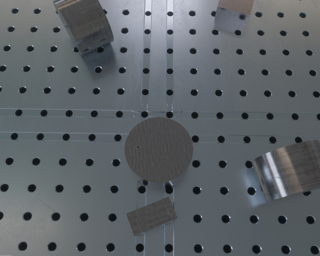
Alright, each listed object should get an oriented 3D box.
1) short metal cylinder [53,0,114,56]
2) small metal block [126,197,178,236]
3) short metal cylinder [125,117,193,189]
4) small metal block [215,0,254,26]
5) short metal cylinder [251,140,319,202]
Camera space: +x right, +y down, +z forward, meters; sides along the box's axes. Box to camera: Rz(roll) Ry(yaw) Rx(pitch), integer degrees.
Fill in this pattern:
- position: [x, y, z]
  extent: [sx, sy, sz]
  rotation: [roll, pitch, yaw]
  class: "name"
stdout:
- position: [-0.107, -0.149, 0.436]
  extent: [0.050, 0.080, 0.080]
  rotation: [-29, 73, -10]
  class: "short metal cylinder"
- position: [-0.009, 0.104, 0.360]
  extent: [0.050, 0.050, 0.025]
  rotation: [-20, 72, -7]
  class: "small metal block"
- position: [-0.001, 0.033, 0.387]
  extent: [0.081, 0.050, 0.080]
  rotation: [0, 70, 0]
  class: "short metal cylinder"
- position: [0.118, -0.193, 0.483]
  extent: [0.050, 0.025, 0.050]
  rotation: [17, 71, 6]
  class: "small metal block"
- position: [0.156, 0.052, 0.365]
  extent: [0.081, 0.080, 0.050]
  rotation: [-13, 71, -5]
  class: "short metal cylinder"
